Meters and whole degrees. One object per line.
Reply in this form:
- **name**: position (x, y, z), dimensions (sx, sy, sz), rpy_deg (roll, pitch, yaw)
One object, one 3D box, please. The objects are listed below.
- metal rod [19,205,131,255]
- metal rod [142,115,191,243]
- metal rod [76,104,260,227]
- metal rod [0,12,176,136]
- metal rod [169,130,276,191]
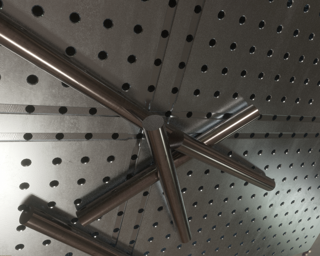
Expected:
- **metal rod**: position (-0.088, 0.193, 0.483), dimensions (0.025, 0.025, 0.300), rpy_deg (-42, 130, 1)
- **metal rod**: position (0.019, 0.095, 0.454), dimensions (0.025, 0.025, 0.299), rpy_deg (-27, 137, -12)
- **metal rod**: position (0.018, 0.050, 0.453), dimensions (0.301, 0.025, 0.025), rpy_deg (-31, 129, -9)
- **metal rod**: position (-0.067, -0.040, 0.350), dimensions (0.301, 0.025, 0.025), rpy_deg (33, 100, -39)
- **metal rod**: position (0.115, 0.062, 0.492), dimensions (0.301, 0.025, 0.025), rpy_deg (27, 104, -45)
